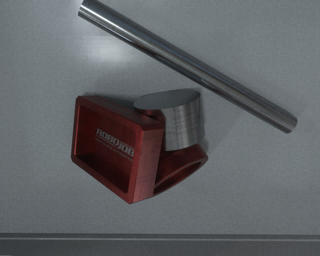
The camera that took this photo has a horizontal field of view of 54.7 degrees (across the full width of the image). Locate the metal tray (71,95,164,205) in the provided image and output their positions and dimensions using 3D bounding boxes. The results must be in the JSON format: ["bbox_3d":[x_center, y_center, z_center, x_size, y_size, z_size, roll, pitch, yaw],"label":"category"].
[{"bbox_3d":[-0.057,0.019,0.366,0.030,0.130,0.089,-7,113,-44],"label":"metal tray"}]

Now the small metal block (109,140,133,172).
[{"bbox_3d":[-0.051,0.030,0.406,0.025,0.050,0.050,3,118,-49],"label":"small metal block"}]

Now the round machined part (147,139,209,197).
[{"bbox_3d":[0.010,0.048,0.400,0.098,0.098,0.042,-37,72,12],"label":"round machined part"}]

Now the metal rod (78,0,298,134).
[{"bbox_3d":[0.043,-0.072,0.385,0.301,0.025,0.025,28,108,-10],"label":"metal rod"}]

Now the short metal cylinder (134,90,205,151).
[{"bbox_3d":[0.012,-0.012,0.378,0.080,0.080,0.050,-9,110,3],"label":"short metal cylinder"}]
